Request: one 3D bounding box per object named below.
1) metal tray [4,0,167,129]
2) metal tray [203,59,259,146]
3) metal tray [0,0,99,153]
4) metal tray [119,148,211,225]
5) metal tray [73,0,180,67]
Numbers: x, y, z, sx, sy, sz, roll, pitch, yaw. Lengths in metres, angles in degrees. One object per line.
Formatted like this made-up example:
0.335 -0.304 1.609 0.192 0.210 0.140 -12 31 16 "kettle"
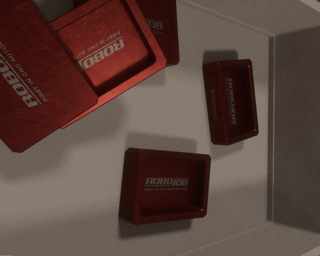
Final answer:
-0.070 -0.070 0.308 0.130 0.030 0.090 -32 113 -6 "metal tray"
0.118 -0.044 0.504 0.091 0.030 0.129 -13 99 -39 "metal tray"
-0.126 -0.054 0.265 0.090 0.030 0.130 -34 111 0 "metal tray"
0.012 0.076 0.415 0.131 0.030 0.089 9 85 -40 "metal tray"
-0.035 -0.122 0.375 0.131 0.030 0.089 -6 94 -40 "metal tray"
